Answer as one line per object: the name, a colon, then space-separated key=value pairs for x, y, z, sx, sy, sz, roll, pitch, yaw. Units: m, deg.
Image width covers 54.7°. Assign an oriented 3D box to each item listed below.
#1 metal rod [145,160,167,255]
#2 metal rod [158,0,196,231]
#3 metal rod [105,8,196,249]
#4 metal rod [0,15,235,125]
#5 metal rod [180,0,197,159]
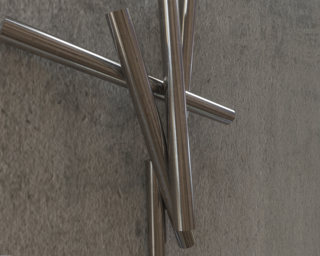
metal rod: x=-0.003 y=0.190 z=0.405 sx=0.025 sy=0.025 sz=0.298 roll=-3 pitch=92 yaw=-40
metal rod: x=0.018 y=-0.037 z=0.359 sx=0.025 sy=0.025 sz=0.298 roll=2 pitch=81 yaw=-40
metal rod: x=-0.004 y=0.018 z=0.361 sx=0.025 sy=0.025 sz=0.298 roll=-32 pitch=115 yaw=-36
metal rod: x=-0.023 y=-0.054 z=0.365 sx=0.302 sy=0.025 sz=0.025 roll=17 pitch=79 yaw=-32
metal rod: x=0.029 y=-0.039 z=0.430 sx=0.025 sy=0.025 sz=0.298 roll=8 pitch=85 yaw=-40
